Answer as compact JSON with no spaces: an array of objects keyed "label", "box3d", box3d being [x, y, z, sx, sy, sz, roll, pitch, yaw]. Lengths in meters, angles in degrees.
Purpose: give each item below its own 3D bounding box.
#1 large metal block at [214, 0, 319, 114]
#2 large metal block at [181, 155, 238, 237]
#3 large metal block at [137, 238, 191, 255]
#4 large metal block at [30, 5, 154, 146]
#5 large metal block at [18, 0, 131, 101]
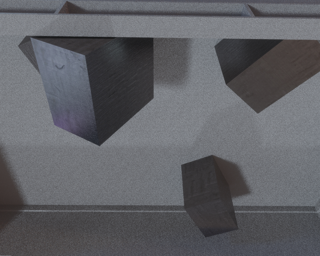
[{"label":"large metal block","box3d":[0.107,-0.075,0.310,0.050,0.080,0.080,36,121,-27]},{"label":"large metal block","box3d":[0.073,0.101,0.460,0.050,0.080,0.080,-20,127,16]},{"label":"large metal block","box3d":[0.007,0.277,0.631,0.080,0.050,0.080,29,124,-23]},{"label":"large metal block","box3d":[-0.048,-0.046,0.258,0.050,0.080,0.079,22,135,23]},{"label":"large metal block","box3d":[-0.081,-0.078,0.325,0.080,0.050,0.080,-18,128,15]}]
